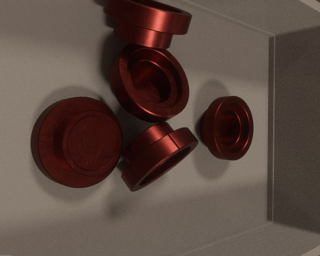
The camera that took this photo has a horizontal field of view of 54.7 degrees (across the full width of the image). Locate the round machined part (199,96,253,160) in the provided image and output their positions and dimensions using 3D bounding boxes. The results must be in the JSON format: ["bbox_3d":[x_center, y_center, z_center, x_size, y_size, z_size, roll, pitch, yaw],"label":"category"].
[{"bbox_3d":[0.100,0.000,0.482,0.099,0.042,0.097,0,90,-40],"label":"round machined part"}]

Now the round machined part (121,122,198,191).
[{"bbox_3d":[-0.006,0.029,0.369,0.099,0.097,0.042,-26,72,-37],"label":"round machined part"}]

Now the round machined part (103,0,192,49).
[{"bbox_3d":[-0.016,-0.122,0.356,0.099,0.098,0.042,-8,124,-40],"label":"round machined part"}]

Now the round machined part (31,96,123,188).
[{"bbox_3d":[-0.080,0.015,0.330,0.099,0.042,0.097,0,90,-40],"label":"round machined part"}]

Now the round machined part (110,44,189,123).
[{"bbox_3d":[-0.016,-0.051,0.371,0.099,0.042,0.098,16,61,-31],"label":"round machined part"}]
